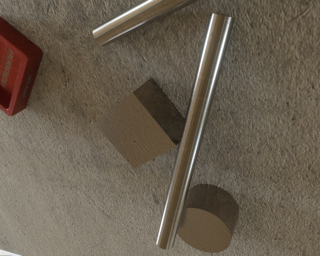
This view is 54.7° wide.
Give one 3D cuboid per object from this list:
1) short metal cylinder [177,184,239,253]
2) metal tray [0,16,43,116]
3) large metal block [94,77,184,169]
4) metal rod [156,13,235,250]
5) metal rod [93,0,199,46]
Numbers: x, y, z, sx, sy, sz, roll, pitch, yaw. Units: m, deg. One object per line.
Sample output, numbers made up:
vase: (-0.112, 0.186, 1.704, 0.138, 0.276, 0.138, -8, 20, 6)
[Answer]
short metal cylinder: (0.065, 0.126, 0.433, 0.080, 0.050, 0.079, 13, 124, 20)
metal tray: (-0.236, -0.090, 0.469, 0.090, 0.030, 0.129, 39, 129, 1)
large metal block: (-0.022, -0.005, 0.398, 0.080, 0.050, 0.080, -32, 101, 38)
metal rod: (0.034, 0.023, 0.364, 0.025, 0.025, 0.298, 19, 114, 17)
metal rod: (0.050, -0.142, 0.291, 0.300, 0.025, 0.025, -14, 111, 33)
